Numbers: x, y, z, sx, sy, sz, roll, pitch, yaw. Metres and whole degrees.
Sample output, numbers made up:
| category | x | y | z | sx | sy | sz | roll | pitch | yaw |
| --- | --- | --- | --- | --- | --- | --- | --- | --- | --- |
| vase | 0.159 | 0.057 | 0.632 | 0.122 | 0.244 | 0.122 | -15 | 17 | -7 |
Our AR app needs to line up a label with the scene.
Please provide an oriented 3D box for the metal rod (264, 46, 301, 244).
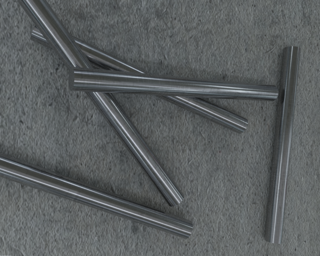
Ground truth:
| category | x | y | z | sx | sy | sz | roll | pitch | yaw |
| --- | --- | --- | --- | --- | --- | --- | --- | --- | --- |
| metal rod | 0.189 | 0.024 | 0.478 | 0.025 | 0.025 | 0.298 | 7 | 88 | -20 |

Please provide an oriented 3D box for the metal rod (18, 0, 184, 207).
| category | x | y | z | sx | sy | sz | roll | pitch | yaw |
| --- | --- | --- | --- | --- | --- | --- | --- | --- | --- |
| metal rod | -0.058 | -0.021 | 0.371 | 0.025 | 0.025 | 0.299 | -39 | 109 | -16 |

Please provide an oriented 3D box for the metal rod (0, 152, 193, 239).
| category | x | y | z | sx | sy | sz | roll | pitch | yaw |
| --- | --- | --- | --- | --- | --- | --- | --- | --- | --- |
| metal rod | -0.092 | 0.079 | 0.374 | 0.302 | 0.025 | 0.025 | 25 | 82 | -19 |

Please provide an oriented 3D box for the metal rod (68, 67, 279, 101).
| category | x | y | z | sx | sy | sz | roll | pitch | yaw |
| --- | --- | --- | --- | --- | --- | --- | --- | --- | --- |
| metal rod | 0.039 | -0.052 | 0.397 | 0.303 | 0.025 | 0.025 | 0 | 90 | -30 |

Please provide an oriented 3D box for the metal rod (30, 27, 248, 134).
| category | x | y | z | sx | sy | sz | roll | pitch | yaw |
| --- | --- | --- | --- | --- | --- | --- | --- | --- | --- |
| metal rod | -0.012 | -0.058 | 0.404 | 0.302 | 0.025 | 0.025 | 23 | 83 | -19 |
